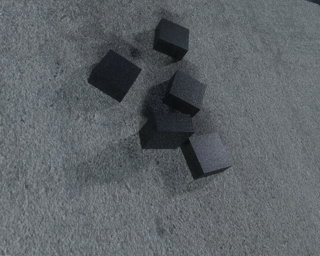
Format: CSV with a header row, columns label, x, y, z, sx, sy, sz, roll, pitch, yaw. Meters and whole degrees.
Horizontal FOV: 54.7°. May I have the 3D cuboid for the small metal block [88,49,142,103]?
label,x,y,z,sx,sy,sz,roll,pitch,yaw
small metal block,-0.060,-0.070,0.414,0.050,0.025,0.050,32,52,-7

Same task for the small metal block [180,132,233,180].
label,x,y,z,sx,sy,sz,roll,pitch,yaw
small metal block,0.062,0.037,0.414,0.050,0.025,0.050,-9,66,-32

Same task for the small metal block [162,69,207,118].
label,x,y,z,sx,sy,sz,roll,pitch,yaw
small metal block,0.036,-0.050,0.454,0.050,0.025,0.050,27,52,-12

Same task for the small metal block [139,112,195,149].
label,x,y,z,sx,sy,sz,roll,pitch,yaw
small metal block,0.007,0.005,0.388,0.050,0.050,0.025,2,61,-27

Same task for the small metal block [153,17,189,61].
label,x,y,z,sx,sy,sz,roll,pitch,yaw
small metal block,0.019,-0.144,0.501,0.050,0.025,0.050,18,55,-18
